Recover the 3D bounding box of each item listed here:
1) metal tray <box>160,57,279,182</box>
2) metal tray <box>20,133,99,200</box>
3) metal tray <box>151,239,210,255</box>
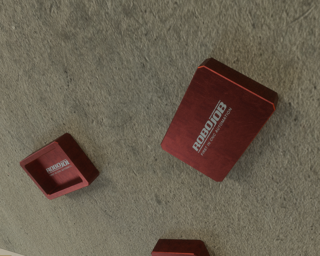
[{"bbox_3d":[0.064,-0.005,0.366,0.090,0.030,0.129,31,128,8],"label":"metal tray"},{"bbox_3d":[-0.178,0.071,0.540,0.130,0.030,0.090,-25,105,36],"label":"metal tray"},{"bbox_3d":[0.052,0.249,0.530,0.090,0.030,0.129,-13,112,33],"label":"metal tray"}]
